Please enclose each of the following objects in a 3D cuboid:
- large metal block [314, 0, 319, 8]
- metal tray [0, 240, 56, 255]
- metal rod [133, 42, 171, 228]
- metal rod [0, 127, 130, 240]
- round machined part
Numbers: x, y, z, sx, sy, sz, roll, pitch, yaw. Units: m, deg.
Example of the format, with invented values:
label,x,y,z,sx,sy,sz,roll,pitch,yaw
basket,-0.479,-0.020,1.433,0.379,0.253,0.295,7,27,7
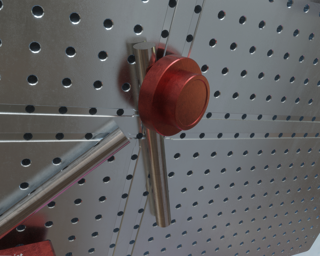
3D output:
label,x,y,z,sx,sy,sz,roll,pitch,yaw
large metal block,0.274,-0.186,0.413,0.050,0.080,0.080,19,108,-36
metal tray,-0.209,0.196,0.394,0.131,0.030,0.089,2,126,-40
metal rod,-0.006,0.031,0.428,0.025,0.025,0.298,-18,126,-18
metal rod,-0.165,0.098,0.382,0.301,0.025,0.025,-37,130,-4
round machined part,0.024,-0.035,0.371,0.099,0.042,0.097,-29,130,-40
